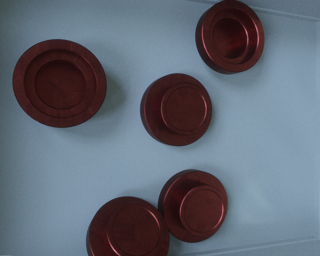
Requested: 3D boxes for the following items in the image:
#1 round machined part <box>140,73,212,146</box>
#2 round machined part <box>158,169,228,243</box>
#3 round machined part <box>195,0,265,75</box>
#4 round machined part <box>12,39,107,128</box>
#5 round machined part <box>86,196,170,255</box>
[{"bbox_3d":[0.027,-0.024,0.411,0.099,0.042,0.097,0,90,-20],"label":"round machined part"},{"bbox_3d":[0.050,0.107,0.420,0.099,0.042,0.097,0,90,-20],"label":"round machined part"},{"bbox_3d":[0.093,-0.124,0.435,0.099,0.042,0.097,0,90,-20],"label":"round machined part"},{"bbox_3d":[-0.115,-0.049,0.359,0.099,0.042,0.097,0,90,-20],"label":"round machined part"},{"bbox_3d":[-0.034,0.126,0.364,0.099,0.042,0.098,13,52,-17],"label":"round machined part"}]
